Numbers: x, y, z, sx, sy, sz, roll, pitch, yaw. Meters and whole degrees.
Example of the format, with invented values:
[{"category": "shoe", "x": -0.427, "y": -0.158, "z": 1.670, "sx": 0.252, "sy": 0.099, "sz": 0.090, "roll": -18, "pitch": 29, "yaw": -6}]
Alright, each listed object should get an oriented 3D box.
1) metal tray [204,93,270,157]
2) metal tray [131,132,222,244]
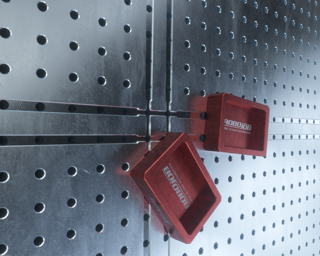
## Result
[{"category": "metal tray", "x": 0.131, "y": -0.002, "z": 0.513, "sx": 0.131, "sy": 0.030, "sz": 0.090, "roll": 9, "pitch": 84, "yaw": -40}, {"category": "metal tray", "x": 0.027, "y": 0.081, "z": 0.427, "sx": 0.090, "sy": 0.030, "sz": 0.130, "roll": -44, "pitch": 117, "yaw": -31}]
